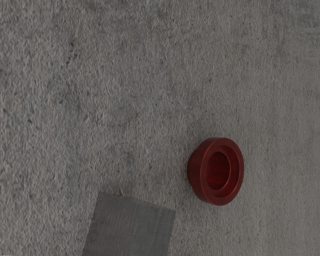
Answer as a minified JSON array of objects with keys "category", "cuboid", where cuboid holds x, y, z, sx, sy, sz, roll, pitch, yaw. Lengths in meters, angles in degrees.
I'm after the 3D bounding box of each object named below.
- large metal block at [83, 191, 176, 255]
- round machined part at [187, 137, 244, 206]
[{"category":"large metal block","cuboid":[-0.036,0.119,0.339,0.050,0.080,0.080,22,76,-38]},{"category":"round machined part","cuboid":[0.078,0.062,0.460,0.099,0.042,0.097,0,90,-40]}]
